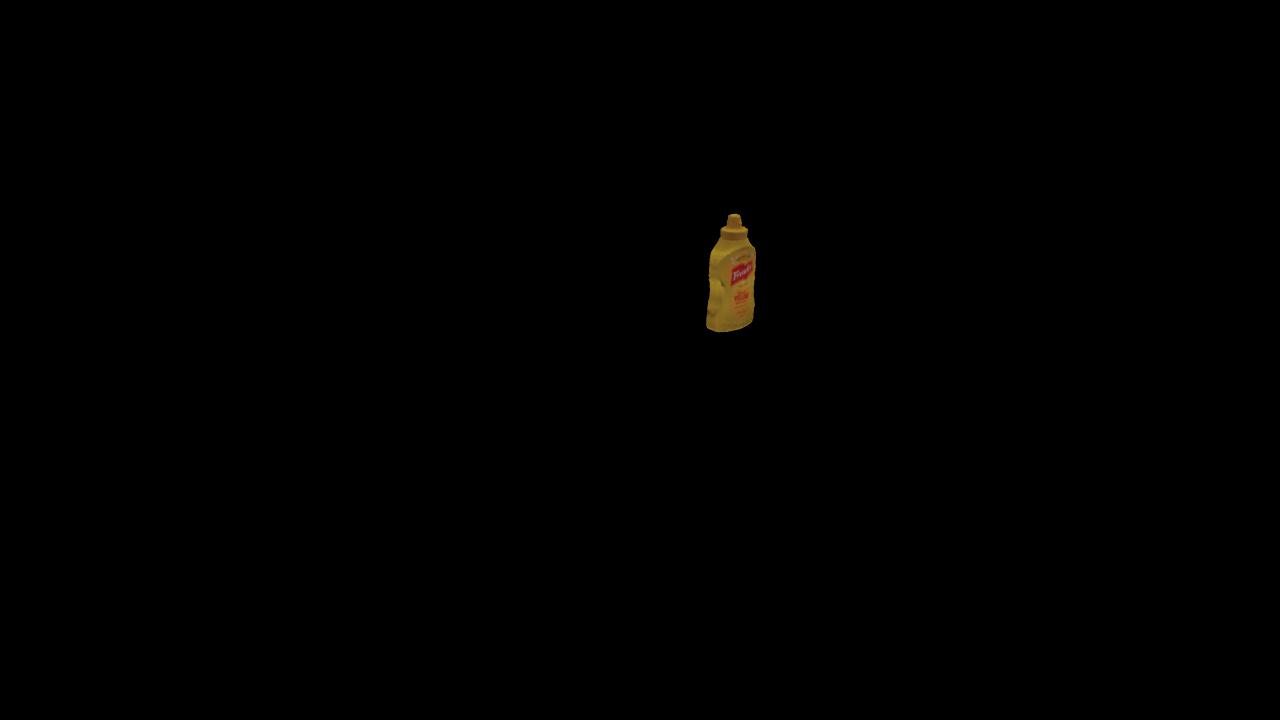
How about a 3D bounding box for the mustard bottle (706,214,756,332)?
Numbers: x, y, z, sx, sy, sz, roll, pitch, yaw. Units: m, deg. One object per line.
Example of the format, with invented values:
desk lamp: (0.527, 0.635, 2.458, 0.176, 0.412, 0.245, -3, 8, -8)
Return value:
mustard bottle: (0.147, -0.141, 0.986, 0.092, 0.184, 0.054, -15, 28, -29)
